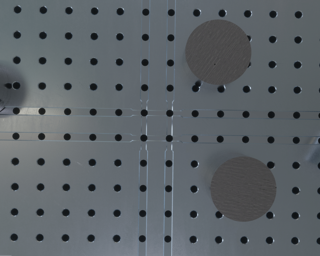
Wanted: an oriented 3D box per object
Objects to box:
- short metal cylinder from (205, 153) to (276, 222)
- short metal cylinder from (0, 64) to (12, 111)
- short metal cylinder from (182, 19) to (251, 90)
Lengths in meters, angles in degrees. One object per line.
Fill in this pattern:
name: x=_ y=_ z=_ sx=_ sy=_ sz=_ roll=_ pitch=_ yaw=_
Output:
short metal cylinder: x=0.102 y=0.074 z=0.402 sx=0.081 sy=0.050 sz=0.079 roll=0 pitch=90 yaw=0
short metal cylinder: x=-0.243 y=-0.055 z=0.399 sx=0.081 sy=0.050 sz=0.079 roll=0 pitch=90 yaw=0
short metal cylinder: x=0.071 y=-0.092 z=0.401 sx=0.081 sy=0.050 sz=0.079 roll=0 pitch=90 yaw=0
